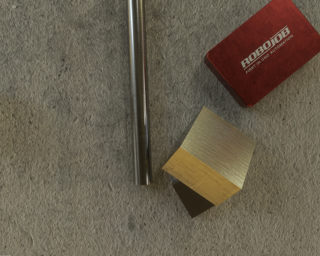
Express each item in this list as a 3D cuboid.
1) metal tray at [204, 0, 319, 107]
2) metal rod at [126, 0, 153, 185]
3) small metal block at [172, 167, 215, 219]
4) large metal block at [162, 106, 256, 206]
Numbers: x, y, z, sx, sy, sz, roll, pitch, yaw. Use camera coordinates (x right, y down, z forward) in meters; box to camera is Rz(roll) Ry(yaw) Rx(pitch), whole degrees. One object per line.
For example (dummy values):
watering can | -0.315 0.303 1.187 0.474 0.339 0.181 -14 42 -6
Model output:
metal tray | 0.136 -0.100 0.409 0.130 0.030 0.090 -39 91 -1
metal rod | -0.029 -0.076 0.409 0.025 0.025 0.298 -2 90 -1
small metal block | 0.050 0.083 0.411 0.050 0.025 0.050 -30 90 0
large metal block | 0.061 0.033 0.378 0.080 0.050 0.080 35 46 0
